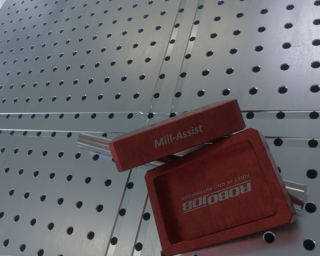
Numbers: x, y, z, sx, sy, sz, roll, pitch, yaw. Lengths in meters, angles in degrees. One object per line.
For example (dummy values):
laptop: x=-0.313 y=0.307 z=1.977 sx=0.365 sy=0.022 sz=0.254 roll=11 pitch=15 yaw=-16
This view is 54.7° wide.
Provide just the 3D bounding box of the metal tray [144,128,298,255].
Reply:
metal tray: x=0.054 y=0.066 z=0.310 sx=0.130 sy=0.030 sz=0.090 roll=-26 pitch=66 yaw=23

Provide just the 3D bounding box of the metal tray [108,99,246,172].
metal tray: x=0.015 y=0.005 z=0.337 sx=0.131 sy=0.090 sz=0.030 roll=-19 pitch=94 yaw=-1

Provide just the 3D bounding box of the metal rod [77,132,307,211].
metal rod: x=0.013 y=0.043 z=0.375 sx=0.300 sy=0.025 sz=0.025 roll=11 pitch=67 yaw=32
